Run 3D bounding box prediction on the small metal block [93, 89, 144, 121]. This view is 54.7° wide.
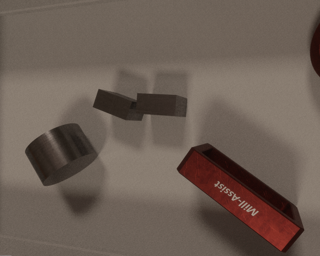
[{"bbox_3d":[-0.052,-0.030,0.415,0.050,0.050,0.025,21,97,18],"label":"small metal block"}]

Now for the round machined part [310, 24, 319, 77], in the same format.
[{"bbox_3d":[0.210,-0.083,0.312,0.098,0.042,0.098,-15,71,51],"label":"round machined part"}]

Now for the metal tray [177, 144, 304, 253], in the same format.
[{"bbox_3d":[0.089,0.068,0.344,0.130,0.090,0.030,37,102,16],"label":"metal tray"}]

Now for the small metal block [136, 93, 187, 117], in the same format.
[{"bbox_3d":[0.003,-0.029,0.395,0.050,0.050,0.025,5,92,19],"label":"small metal block"}]

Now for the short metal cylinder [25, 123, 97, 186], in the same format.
[{"bbox_3d":[-0.135,0.037,0.427,0.080,0.080,0.050,-37,79,16],"label":"short metal cylinder"}]
